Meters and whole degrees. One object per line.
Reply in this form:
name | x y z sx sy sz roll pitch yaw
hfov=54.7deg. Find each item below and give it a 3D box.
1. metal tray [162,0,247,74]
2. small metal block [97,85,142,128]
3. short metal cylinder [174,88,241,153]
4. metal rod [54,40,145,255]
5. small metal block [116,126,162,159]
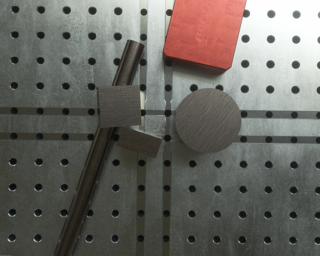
metal tray | 0.061 -0.146 0.412 0.091 0.030 0.129 13 90 -1
small metal block | -0.052 -0.028 0.388 0.050 0.025 0.050 -4 97 -17
short metal cylinder | 0.059 -0.009 0.402 0.081 0.050 0.079 0 90 -1
metal rod | -0.080 0.029 0.412 0.025 0.025 0.298 19 90 -1
small metal block | -0.025 0.017 0.401 0.050 0.050 0.025 18 91 -1
